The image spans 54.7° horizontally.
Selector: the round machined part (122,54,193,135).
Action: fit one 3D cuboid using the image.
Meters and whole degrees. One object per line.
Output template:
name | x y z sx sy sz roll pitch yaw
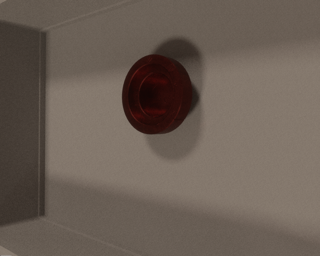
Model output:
round machined part | 0.001 -0.041 0.393 0.098 0.042 0.097 0 90 39
